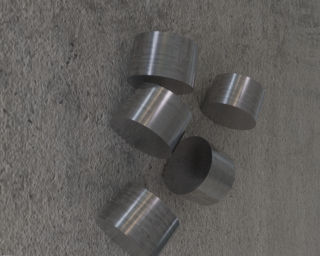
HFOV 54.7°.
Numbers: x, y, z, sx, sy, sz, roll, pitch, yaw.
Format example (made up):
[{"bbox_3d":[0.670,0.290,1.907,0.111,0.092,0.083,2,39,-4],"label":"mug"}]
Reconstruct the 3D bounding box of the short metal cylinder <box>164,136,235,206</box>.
[{"bbox_3d":[0.051,0.057,0.412,0.050,0.080,0.080,32,70,-36],"label":"short metal cylinder"}]

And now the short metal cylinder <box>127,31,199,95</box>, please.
[{"bbox_3d":[0.004,-0.075,0.372,0.081,0.080,0.050,15,81,-39],"label":"short metal cylinder"}]

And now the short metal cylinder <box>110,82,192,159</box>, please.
[{"bbox_3d":[-0.010,-0.007,0.360,0.080,0.080,0.050,46,63,-31],"label":"short metal cylinder"}]

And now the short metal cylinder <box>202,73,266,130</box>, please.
[{"bbox_3d":[0.110,-0.037,0.460,0.080,0.080,0.050,36,68,-34],"label":"short metal cylinder"}]

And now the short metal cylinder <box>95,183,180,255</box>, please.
[{"bbox_3d":[-0.025,0.108,0.348,0.050,0.080,0.080,-48,119,-29],"label":"short metal cylinder"}]
